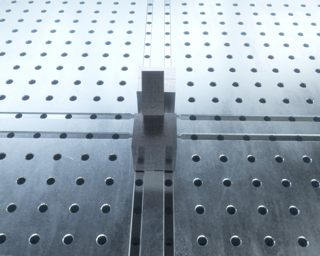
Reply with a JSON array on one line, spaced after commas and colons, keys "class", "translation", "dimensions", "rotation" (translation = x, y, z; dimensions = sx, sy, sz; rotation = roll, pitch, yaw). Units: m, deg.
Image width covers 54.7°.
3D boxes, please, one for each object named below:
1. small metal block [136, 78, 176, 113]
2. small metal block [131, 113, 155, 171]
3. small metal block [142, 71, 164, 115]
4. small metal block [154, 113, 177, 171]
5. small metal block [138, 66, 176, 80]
[{"class": "small metal block", "translation": [-0.005, -0.040, 0.424], "dimensions": [0.050, 0.050, 0.025], "rotation": [2, 50, 1]}, {"class": "small metal block", "translation": [-0.019, 0.017, 0.376], "dimensions": [0.025, 0.050, 0.050], "rotation": [1, 50, 1]}, {"class": "small metal block", "translation": [-0.008, -0.043, 0.373], "dimensions": [0.025, 0.050, 0.050], "rotation": [0, 8, 1]}, {"class": "small metal block", "translation": [0.007, 0.017, 0.376], "dimensions": [0.025, 0.050, 0.050], "rotation": [1, 50, 1]}, {"class": "small metal block", "translation": [-0.004, -0.060, 0.441], "dimensions": [0.050, 0.050, 0.025], "rotation": [2, 50, 1]}]
